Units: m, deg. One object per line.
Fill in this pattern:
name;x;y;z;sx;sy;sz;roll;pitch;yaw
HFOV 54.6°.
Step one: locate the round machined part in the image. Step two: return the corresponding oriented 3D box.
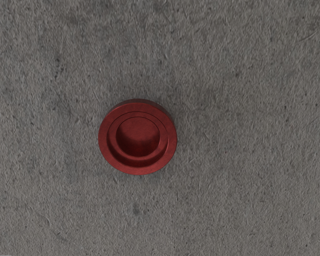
round machined part;-0.027;0.008;0.404;0.099;0.042;0.097;0;110;0
